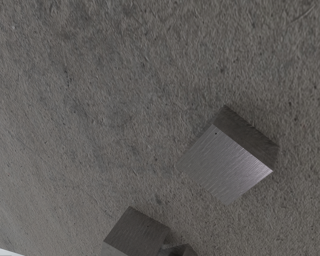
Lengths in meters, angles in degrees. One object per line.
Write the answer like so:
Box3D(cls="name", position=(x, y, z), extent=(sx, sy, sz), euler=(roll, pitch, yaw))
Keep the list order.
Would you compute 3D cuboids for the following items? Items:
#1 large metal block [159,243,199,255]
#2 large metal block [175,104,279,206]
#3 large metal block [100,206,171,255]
Box3D(cls="large metal block", position=(0.034, 0.252, 0.528), extent=(0.080, 0.050, 0.080), euler=(-31, 101, 38))
Box3D(cls="large metal block", position=(0.079, 0.033, 0.370), extent=(0.080, 0.050, 0.080), euler=(38, 129, 2))
Box3D(cls="large metal block", position=(-0.040, 0.189, 0.510), extent=(0.080, 0.080, 0.050), euler=(25, 127, 12))
